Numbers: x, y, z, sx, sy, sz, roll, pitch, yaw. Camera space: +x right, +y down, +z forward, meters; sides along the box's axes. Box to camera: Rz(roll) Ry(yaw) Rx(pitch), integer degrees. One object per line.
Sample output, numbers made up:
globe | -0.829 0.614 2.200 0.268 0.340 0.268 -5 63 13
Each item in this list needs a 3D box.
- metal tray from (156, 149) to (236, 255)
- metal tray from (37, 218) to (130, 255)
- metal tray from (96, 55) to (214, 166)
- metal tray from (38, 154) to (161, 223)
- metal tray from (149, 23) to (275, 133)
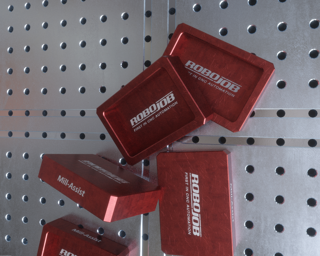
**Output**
metal tray | 0.046 0.094 0.394 0.090 0.030 0.129 -3 89 20
metal tray | -0.117 0.198 0.451 0.130 0.030 0.090 16 95 19
metal tray | -0.011 -0.019 0.389 0.130 0.030 0.090 -32 89 32
metal tray | -0.076 0.068 0.389 0.130 0.090 0.030 20 97 34
metal tray | 0.062 -0.063 0.387 0.130 0.030 0.090 30 100 17
